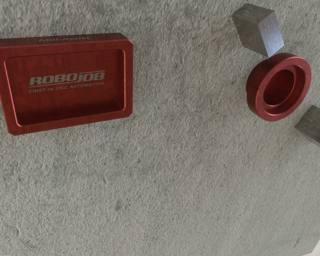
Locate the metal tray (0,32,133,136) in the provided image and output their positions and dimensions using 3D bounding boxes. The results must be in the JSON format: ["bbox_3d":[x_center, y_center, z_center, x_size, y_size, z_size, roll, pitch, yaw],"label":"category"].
[{"bbox_3d":[-0.094,-0.048,0.322,0.131,0.030,0.089,-11,123,-23],"label":"metal tray"}]

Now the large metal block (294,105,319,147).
[{"bbox_3d":[0.299,0.012,0.542,0.080,0.080,0.050,28,103,-38],"label":"large metal block"}]

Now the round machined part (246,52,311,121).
[{"bbox_3d":[0.165,-0.062,0.448,0.099,0.042,0.097,-14,124,-21],"label":"round machined part"}]

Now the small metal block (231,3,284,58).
[{"bbox_3d":[0.120,-0.121,0.382,0.025,0.050,0.050,-39,129,-2],"label":"small metal block"}]
